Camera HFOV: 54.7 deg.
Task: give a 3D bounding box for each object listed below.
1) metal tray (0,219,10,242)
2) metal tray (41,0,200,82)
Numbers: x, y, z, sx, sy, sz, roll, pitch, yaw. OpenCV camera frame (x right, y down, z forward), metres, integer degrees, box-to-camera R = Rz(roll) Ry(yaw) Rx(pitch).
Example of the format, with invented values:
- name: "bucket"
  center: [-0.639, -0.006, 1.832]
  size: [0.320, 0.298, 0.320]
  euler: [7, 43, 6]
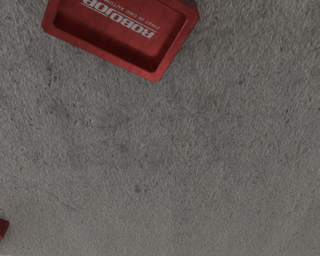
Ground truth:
- name: "metal tray"
  center: [-0.349, 0.201, 0.570]
  size: [0.090, 0.030, 0.129]
  euler: [30, 124, -23]
- name: "metal tray"
  center: [-0.039, -0.111, 0.308]
  size: [0.131, 0.030, 0.089]
  euler: [23, 127, -19]
